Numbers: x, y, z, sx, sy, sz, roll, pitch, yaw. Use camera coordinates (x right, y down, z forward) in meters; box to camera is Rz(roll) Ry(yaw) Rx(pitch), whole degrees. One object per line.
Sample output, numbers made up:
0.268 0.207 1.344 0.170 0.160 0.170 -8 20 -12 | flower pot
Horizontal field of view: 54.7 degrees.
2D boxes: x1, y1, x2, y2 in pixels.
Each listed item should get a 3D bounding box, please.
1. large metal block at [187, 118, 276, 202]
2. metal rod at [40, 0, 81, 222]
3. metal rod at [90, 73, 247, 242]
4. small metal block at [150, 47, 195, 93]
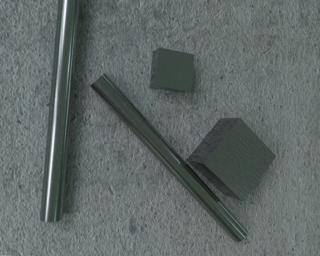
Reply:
0.100 0.042 0.434 0.080 0.050 0.080 44 76 -15 | large metal block
-0.116 -0.042 0.366 0.025 0.025 0.298 5 88 -20 | metal rod
0.020 0.048 0.417 0.025 0.025 0.300 -46 105 -14 | metal rod
0.016 -0.076 0.416 0.050 0.025 0.050 6 88 -20 | small metal block
